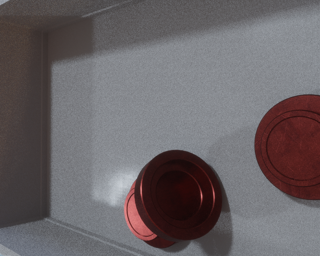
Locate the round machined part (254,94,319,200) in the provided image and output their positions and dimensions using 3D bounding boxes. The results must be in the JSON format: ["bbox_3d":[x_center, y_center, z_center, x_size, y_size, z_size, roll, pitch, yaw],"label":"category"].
[{"bbox_3d":[0.134,0.018,0.285,0.098,0.042,0.097,0,90,40],"label":"round machined part"}]

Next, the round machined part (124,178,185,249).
[{"bbox_3d":[-0.009,0.107,0.403,0.098,0.042,0.097,0,90,40],"label":"round machined part"}]

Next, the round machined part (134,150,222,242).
[{"bbox_3d":[0.017,0.077,0.351,0.042,0.099,0.098,-45,61,55],"label":"round machined part"}]
